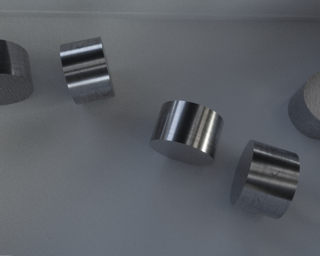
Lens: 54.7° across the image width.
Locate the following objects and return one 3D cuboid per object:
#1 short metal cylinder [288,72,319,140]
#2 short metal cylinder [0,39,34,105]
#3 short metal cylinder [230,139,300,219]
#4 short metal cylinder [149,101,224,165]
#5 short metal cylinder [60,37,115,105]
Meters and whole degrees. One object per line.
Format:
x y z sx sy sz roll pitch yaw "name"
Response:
0.220 -0.030 0.410 0.081 0.050 0.080 0 70 0 "short metal cylinder"
-0.211 -0.070 0.404 0.081 0.080 0.050 -14 71 -5 "short metal cylinder"
0.119 0.059 0.360 0.050 0.080 0.080 18 71 6 "short metal cylinder"
0.033 0.008 0.378 0.080 0.080 0.050 16 71 5 "short metal cylinder"
-0.093 -0.075 0.407 0.050 0.080 0.080 -13 71 -5 "short metal cylinder"
